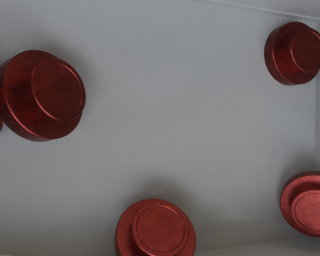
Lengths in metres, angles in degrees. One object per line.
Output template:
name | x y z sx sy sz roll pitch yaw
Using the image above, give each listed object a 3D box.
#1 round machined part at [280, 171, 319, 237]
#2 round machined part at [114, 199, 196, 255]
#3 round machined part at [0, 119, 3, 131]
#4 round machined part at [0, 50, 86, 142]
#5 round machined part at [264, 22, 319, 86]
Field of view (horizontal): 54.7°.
round machined part | 0.230 0.116 0.457 0.098 0.042 0.097 4 101 22
round machined part | -0.004 0.128 0.372 0.099 0.042 0.098 9 47 -9
round machined part | -0.212 -0.016 0.303 0.099 0.097 0.042 -14 62 -20
round machined part | -0.119 -0.037 0.331 0.098 0.042 0.098 25 59 -51
round machined part | 0.216 -0.117 0.480 0.099 0.042 0.097 0 90 -20
